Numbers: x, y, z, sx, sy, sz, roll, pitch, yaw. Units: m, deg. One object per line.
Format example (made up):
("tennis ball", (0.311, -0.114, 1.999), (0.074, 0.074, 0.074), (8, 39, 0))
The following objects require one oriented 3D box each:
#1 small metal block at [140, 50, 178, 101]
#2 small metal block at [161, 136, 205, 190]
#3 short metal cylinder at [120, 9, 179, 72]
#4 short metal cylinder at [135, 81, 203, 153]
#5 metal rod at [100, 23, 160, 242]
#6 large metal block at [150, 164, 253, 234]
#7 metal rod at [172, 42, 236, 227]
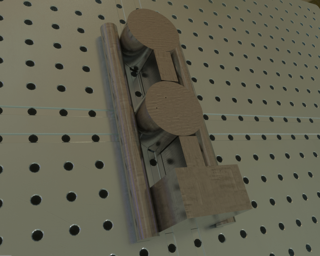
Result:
("small metal block", (-0.003, -0.072, 0.433), (0.025, 0.050, 0.050), (1, 62, -28))
("small metal block", (0.028, 0.043, 0.380), (0.025, 0.050, 0.050), (0, 62, -28))
("short metal cylinder", (-0.019, -0.129, 0.460), (0.081, 0.050, 0.080), (14, 56, -21))
("short metal cylinder", (0.009, -0.014, 0.405), (0.081, 0.050, 0.080), (14, 56, -21))
("metal rod", (-0.044, -0.014, 0.392), (0.025, 0.025, 0.299), (1, 61, -28))
("large metal block", (0.039, 0.080, 0.345), (0.081, 0.080, 0.050), (1, 62, -28))
("metal rod", (0.049, -0.014, 0.442), (0.025, 0.025, 0.299), (1, 61, -28))
